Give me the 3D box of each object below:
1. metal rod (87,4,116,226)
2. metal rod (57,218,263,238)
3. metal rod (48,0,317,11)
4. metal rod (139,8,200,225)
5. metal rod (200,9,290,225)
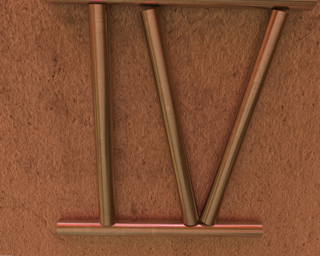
[{"bbox_3d":[-0.074,-0.003,0.408,0.025,0.025,0.298,1,110,-1],"label":"metal rod"},{"bbox_3d":[0.001,0.151,0.466,0.302,0.025,0.025,1,110,-1],"label":"metal rod"},{"bbox_3d":[0.026,-0.152,0.355,0.302,0.025,0.025,1,110,-1],"label":"metal rod"},{"bbox_3d":[0.017,0.000,0.410,0.025,0.025,0.298,-11,110,3],"label":"metal rod"},{"bbox_3d":[0.105,0.000,0.412,0.025,0.025,0.298,12,109,-5],"label":"metal rod"}]
